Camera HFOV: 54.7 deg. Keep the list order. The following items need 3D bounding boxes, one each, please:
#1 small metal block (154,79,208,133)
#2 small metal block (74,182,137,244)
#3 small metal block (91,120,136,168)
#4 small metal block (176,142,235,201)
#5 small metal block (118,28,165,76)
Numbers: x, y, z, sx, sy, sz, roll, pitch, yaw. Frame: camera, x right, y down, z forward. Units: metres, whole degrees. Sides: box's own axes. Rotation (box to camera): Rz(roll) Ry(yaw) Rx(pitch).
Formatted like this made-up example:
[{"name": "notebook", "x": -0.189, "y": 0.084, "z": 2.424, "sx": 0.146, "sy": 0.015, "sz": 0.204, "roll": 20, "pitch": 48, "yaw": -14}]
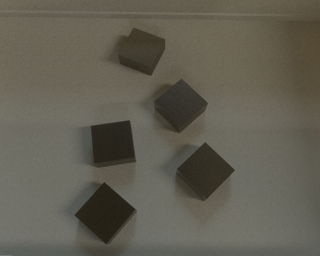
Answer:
[{"name": "small metal block", "x": 0.028, "y": -0.030, "z": 0.421, "sx": 0.050, "sy": 0.025, "sz": 0.050, "roll": -41, "pitch": 75, "yaw": -14}, {"name": "small metal block", "x": -0.064, "y": 0.102, "z": 0.372, "sx": 0.050, "sy": 0.025, "sz": 0.050, "roll": 38, "pitch": 74, "yaw": 12}, {"name": "small metal block", "x": -0.060, "y": 0.021, "z": 0.401, "sx": 0.050, "sy": 0.025, "sz": 0.050, "roll": -9, "pitch": 70, "yaw": -3}, {"name": "small metal block", "x": 0.056, "y": 0.055, "z": 0.390, "sx": 0.050, "sy": 0.025, "sz": 0.050, "roll": -42, "pitch": 75, "yaw": -14}, {"name": "small metal block", "x": -0.026, "y": -0.111, "z": 0.450, "sx": 0.050, "sy": 0.025, "sz": 0.050, "roll": 23, "pitch": 71, "yaw": 8}]
